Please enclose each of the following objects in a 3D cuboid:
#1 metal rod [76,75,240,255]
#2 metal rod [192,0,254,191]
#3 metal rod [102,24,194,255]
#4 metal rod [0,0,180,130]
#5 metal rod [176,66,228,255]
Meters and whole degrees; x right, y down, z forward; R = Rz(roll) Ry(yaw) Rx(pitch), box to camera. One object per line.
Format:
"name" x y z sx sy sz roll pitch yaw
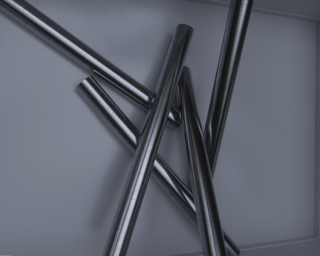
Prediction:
"metal rod" 0.003 0.057 0.398 0.025 0.025 0.300 -42 99 -15
"metal rod" 0.075 -0.034 0.383 0.025 0.025 0.298 1 111 -20
"metal rod" -0.010 0.008 0.372 0.025 0.025 0.299 22 74 -19
"metal rod" -0.093 -0.089 0.375 0.301 0.025 0.025 35 79 -17
"metal rod" 0.048 0.058 0.362 0.025 0.025 0.299 2 64 -20
